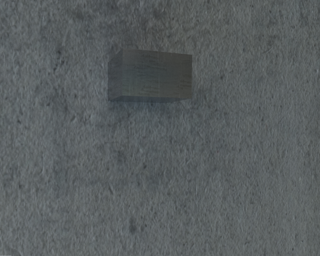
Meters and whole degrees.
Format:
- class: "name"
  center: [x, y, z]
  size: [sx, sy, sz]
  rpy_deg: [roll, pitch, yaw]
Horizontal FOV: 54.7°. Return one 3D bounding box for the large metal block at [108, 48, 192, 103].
- class: "large metal block"
  center: [-0.015, -0.059, 0.375]
  size: [0.081, 0.080, 0.050]
  rpy_deg: [0, 90, -20]
